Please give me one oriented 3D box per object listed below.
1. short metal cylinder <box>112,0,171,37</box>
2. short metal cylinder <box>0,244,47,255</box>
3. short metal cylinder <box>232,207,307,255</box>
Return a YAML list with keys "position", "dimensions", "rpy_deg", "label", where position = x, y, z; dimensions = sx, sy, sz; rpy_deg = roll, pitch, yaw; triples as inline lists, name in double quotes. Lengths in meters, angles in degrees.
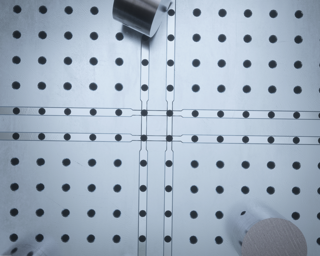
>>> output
- position: [-0.018, -0.161, 0.385]
  dimensions: [0.050, 0.080, 0.080]
  rpy_deg: [26, 90, 0]
  label: "short metal cylinder"
- position: [-0.188, 0.199, 0.399]
  dimensions: [0.081, 0.050, 0.079]
  rpy_deg: [0, 90, 0]
  label: "short metal cylinder"
- position: [0.139, 0.149, 0.402]
  dimensions: [0.081, 0.050, 0.079]
  rpy_deg: [0, 90, 0]
  label: "short metal cylinder"
